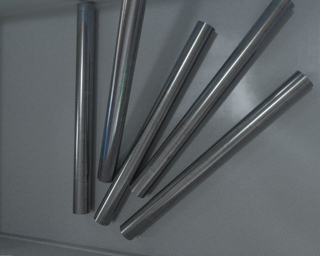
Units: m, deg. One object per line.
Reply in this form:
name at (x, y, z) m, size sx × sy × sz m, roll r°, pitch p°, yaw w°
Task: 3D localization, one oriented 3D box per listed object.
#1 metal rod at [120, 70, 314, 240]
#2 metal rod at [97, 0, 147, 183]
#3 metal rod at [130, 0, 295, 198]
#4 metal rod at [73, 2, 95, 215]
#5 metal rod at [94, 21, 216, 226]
metal rod at (0.060, 0.043, 0.388) m, size 0.299 × 0.025 × 0.025 m, roll -43°, pitch 77°, yaw 14°
metal rod at (-0.045, -0.055, 0.363) m, size 0.025 × 0.025 × 0.298 m, roll 25°, pitch 122°, yaw 18°
metal rod at (0.057, -0.030, 0.389) m, size 0.025 × 0.025 × 0.299 m, roll 40°, pitch 102°, yaw 15°
metal rod at (-0.110, -0.027, 0.447) m, size 0.025 × 0.025 × 0.298 m, roll 2°, pitch 90°, yaw 19°
metal rod at (-0.012, 0.001, 0.413) m, size 0.025 × 0.025 × 0.299 m, roll 31°, pitch 100°, yaw 17°
